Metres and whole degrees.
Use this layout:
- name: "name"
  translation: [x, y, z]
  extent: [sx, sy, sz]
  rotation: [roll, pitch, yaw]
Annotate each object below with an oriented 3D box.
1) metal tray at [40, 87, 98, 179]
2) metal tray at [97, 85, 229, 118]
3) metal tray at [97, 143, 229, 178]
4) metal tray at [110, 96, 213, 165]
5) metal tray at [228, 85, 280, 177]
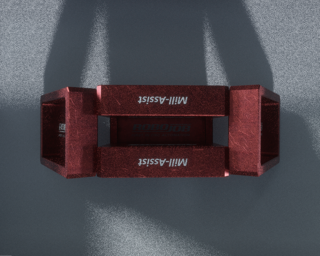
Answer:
- name: "metal tray"
  translation: [-0.110, 0.003, 0.358]
  extent: [0.030, 0.130, 0.089]
  rotation: [0, 91, -32]
- name: "metal tray"
  translation: [0.003, -0.027, 0.347]
  extent: [0.131, 0.090, 0.030]
  rotation: [0, 90, 0]
- name: "metal tray"
  translation: [0.003, 0.034, 0.347]
  extent: [0.131, 0.090, 0.030]
  rotation: [0, 90, -1]
- name: "metal tray"
  translation: [0.002, 0.003, 0.407]
  extent: [0.131, 0.030, 0.089]
  rotation: [0, 90, -1]
- name: "metal tray"
  translation: [0.113, 0.002, 0.359]
  extent: [0.030, 0.131, 0.089]
  rotation: [1, 91, 30]
